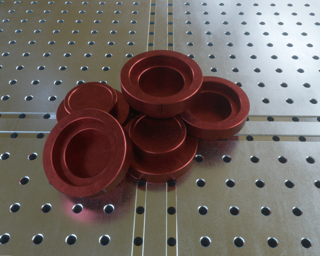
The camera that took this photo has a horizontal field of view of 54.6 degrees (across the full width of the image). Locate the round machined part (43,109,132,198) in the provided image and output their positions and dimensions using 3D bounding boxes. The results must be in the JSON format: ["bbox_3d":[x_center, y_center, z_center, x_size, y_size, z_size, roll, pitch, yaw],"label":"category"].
[{"bbox_3d":[-0.078,0.030,0.354,0.098,0.042,0.098,-4,72,13],"label":"round machined part"}]

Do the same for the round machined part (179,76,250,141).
[{"bbox_3d":[0.066,-0.022,0.415,0.099,0.042,0.098,0,50,0],"label":"round machined part"}]

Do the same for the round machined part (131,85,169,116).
[{"bbox_3d":[-0.003,-0.060,0.447,0.099,0.042,0.098,0,50,0],"label":"round machined part"}]

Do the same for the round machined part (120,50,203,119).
[{"bbox_3d":[0.002,-0.050,0.383,0.099,0.042,0.098,0,50,0],"label":"round machined part"}]

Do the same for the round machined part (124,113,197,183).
[{"bbox_3d":[-0.003,0.015,0.383,0.099,0.042,0.098,0,50,0],"label":"round machined part"}]

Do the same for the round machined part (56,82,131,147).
[{"bbox_3d":[-0.090,-0.024,0.417,0.099,0.042,0.098,0,50,0],"label":"round machined part"}]
